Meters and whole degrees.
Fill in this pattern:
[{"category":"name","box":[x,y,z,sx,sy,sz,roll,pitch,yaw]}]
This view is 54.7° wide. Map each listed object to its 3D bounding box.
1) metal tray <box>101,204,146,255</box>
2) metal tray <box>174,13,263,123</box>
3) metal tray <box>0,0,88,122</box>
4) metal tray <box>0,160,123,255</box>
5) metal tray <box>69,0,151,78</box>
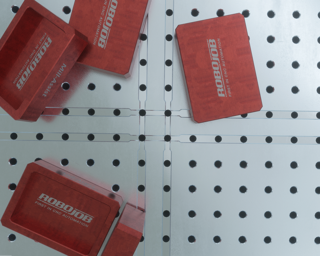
[{"category":"metal tray","box":[-0.061,0.168,0.380,0.030,0.090,0.129,26,90,0]},{"category":"metal tray","box":[0.076,-0.077,0.412,0.091,0.030,0.129,-12,90,-1]},{"category":"metal tray","box":[-0.161,-0.084,0.387,0.090,0.030,0.130,38,97,17]},{"category":"metal tray","box":[-0.127,0.109,0.409,0.131,0.030,0.090,25,90,-1]},{"category":"metal tray","box":[-0.068,-0.141,0.410,0.091,0.030,0.129,15,90,-1]}]
